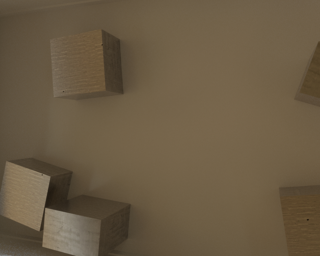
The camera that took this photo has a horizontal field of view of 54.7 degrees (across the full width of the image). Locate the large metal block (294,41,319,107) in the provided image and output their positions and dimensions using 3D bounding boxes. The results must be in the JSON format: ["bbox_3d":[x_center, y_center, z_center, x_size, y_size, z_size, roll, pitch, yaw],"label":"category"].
[{"bbox_3d":[0.189,-0.044,0.314,0.080,0.080,0.050,20,97,19],"label":"large metal block"}]

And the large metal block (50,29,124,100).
[{"bbox_3d":[-0.101,-0.085,0.433,0.080,0.050,0.080,-5,89,20],"label":"large metal block"}]

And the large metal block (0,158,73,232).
[{"bbox_3d":[-0.187,0.096,0.463,0.080,0.050,0.080,14,95,19],"label":"large metal block"}]

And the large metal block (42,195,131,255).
[{"bbox_3d":[-0.095,0.129,0.415,0.080,0.080,0.050,6,92,20],"label":"large metal block"}]

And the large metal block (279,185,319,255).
[{"bbox_3d":[0.177,0.106,0.334,0.080,0.050,0.080,-8,87,19],"label":"large metal block"}]
